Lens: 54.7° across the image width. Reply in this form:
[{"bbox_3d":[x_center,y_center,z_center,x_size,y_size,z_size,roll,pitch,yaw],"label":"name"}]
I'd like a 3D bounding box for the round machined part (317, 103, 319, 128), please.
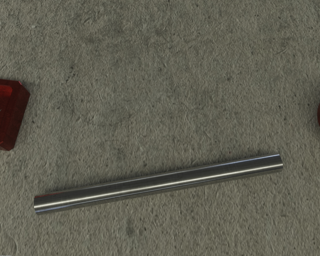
[{"bbox_3d":[0.255,-0.010,0.405,0.099,0.042,0.098,0,70,0],"label":"round machined part"}]

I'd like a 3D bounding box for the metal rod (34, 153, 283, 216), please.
[{"bbox_3d":[0.001,0.068,0.383,0.302,0.025,0.025,-9,70,-4],"label":"metal rod"}]

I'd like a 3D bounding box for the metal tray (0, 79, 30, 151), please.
[{"bbox_3d":[-0.253,-0.023,0.411,0.131,0.030,0.090,7,70,2],"label":"metal tray"}]
